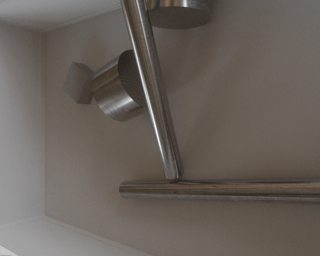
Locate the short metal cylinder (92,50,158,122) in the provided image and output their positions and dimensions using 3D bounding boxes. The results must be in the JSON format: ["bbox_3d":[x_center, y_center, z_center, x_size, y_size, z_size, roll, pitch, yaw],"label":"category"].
[{"bbox_3d":[-0.040,-0.054,0.402,0.050,0.081,0.080,-23,76,37],"label":"short metal cylinder"}]

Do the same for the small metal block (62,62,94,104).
[{"bbox_3d":[-0.131,-0.074,0.512,0.050,0.025,0.050,41,115,32],"label":"small metal block"}]

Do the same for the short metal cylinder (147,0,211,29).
[{"bbox_3d":[0.018,-0.150,0.354,0.080,0.081,0.050,3,92,39],"label":"short metal cylinder"}]

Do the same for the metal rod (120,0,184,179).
[{"bbox_3d":[-0.014,-0.074,0.332,0.025,0.025,0.298,8,122,39],"label":"metal rod"}]

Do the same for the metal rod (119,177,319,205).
[{"bbox_3d":[0.066,0.071,0.351,0.300,0.025,0.025,-9,84,39],"label":"metal rod"}]
